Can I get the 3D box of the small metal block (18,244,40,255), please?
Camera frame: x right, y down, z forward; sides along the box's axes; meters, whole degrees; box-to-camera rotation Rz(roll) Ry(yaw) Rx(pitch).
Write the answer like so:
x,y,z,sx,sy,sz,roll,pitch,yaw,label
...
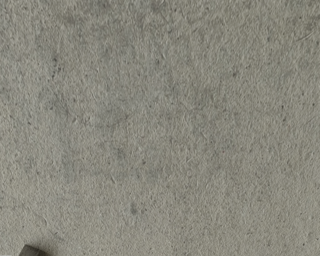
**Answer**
x,y,z,sx,sy,sz,roll,pitch,yaw,label
-0.212,0.218,0.474,0.025,0.050,0.050,25,108,-9,small metal block
